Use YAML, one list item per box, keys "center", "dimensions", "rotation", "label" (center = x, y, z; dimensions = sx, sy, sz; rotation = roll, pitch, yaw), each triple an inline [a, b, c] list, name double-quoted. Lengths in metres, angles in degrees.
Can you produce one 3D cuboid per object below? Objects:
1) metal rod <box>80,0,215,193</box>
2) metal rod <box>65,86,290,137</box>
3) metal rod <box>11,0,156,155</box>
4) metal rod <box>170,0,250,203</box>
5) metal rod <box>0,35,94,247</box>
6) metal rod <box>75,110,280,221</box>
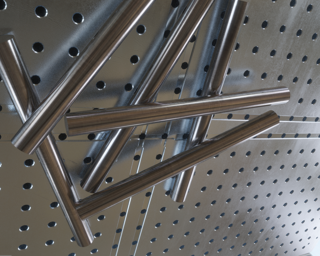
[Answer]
- center: [-0.015, -0.045, 0.374]
  dimensions: [0.025, 0.025, 0.299]
  rotation: [23, 106, -36]
  label: "metal rod"
- center: [0.040, -0.025, 0.382]
  dimensions: [0.302, 0.025, 0.025]
  rotation: [-9, 123, -24]
  label: "metal rod"
- center: [-0.043, -0.098, 0.308]
  dimensions: [0.300, 0.025, 0.025]
  rotation: [-51, 129, 1]
  label: "metal rod"
- center: [0.061, -0.021, 0.430]
  dimensions: [0.025, 0.025, 0.298]
  rotation: [0, 119, -28]
  label: "metal rod"
- center: [-0.127, 0.041, 0.366]
  dimensions: [0.025, 0.025, 0.298]
  rotation: [-20, 126, -16]
  label: "metal rod"
- center: [0.032, 0.045, 0.423]
  dimensions: [0.302, 0.025, 0.025]
  rotation: [-24, 127, -12]
  label: "metal rod"
